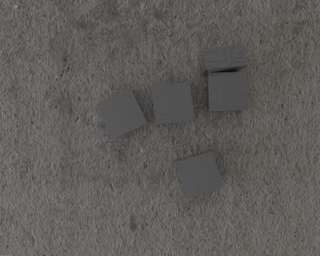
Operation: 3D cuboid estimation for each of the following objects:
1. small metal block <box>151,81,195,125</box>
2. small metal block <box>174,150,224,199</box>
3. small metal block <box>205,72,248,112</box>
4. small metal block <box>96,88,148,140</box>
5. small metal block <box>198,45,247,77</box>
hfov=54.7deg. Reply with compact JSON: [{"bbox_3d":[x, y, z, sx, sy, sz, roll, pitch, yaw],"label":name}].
[{"bbox_3d":[0.016,-0.032,0.410,0.050,0.025,0.050,-8,90,0],"label":"small metal block"},{"bbox_3d":[0.051,0.061,0.410,0.050,0.025,0.050,-18,90,0],"label":"small metal block"},{"bbox_3d":[0.088,-0.047,0.410,0.050,0.025,0.050,-2,90,0],"label":"small metal block"},{"bbox_3d":[-0.049,-0.018,0.409,0.050,0.025,0.050,-25,90,0],"label":"small metal block"},{"bbox_3d":[0.079,-0.085,0.398,0.050,0.050,0.025,-7,90,0],"label":"small metal block"}]
